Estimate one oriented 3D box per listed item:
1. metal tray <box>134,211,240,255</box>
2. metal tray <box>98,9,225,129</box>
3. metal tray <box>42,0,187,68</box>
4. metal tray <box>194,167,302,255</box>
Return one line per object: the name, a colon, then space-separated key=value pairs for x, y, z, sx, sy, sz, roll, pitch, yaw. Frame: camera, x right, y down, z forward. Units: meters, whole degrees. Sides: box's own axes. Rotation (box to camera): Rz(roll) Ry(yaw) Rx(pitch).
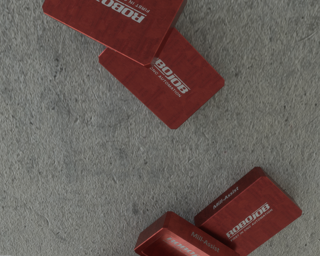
metal tray: x=0.039 y=0.184 z=0.454 sx=0.130 sy=0.030 sz=0.090 roll=34 pitch=128 yaw=-9
metal tray: x=0.003 y=-0.072 z=0.380 sx=0.130 sy=0.030 sz=0.090 roll=43 pitch=104 yaw=-14
metal tray: x=-0.047 y=-0.134 z=0.335 sx=0.130 sy=0.030 sz=0.090 roll=28 pitch=96 yaw=2
metal tray: x=0.127 y=0.130 z=0.456 sx=0.090 sy=0.030 sz=0.130 roll=43 pitch=104 yaw=-14
